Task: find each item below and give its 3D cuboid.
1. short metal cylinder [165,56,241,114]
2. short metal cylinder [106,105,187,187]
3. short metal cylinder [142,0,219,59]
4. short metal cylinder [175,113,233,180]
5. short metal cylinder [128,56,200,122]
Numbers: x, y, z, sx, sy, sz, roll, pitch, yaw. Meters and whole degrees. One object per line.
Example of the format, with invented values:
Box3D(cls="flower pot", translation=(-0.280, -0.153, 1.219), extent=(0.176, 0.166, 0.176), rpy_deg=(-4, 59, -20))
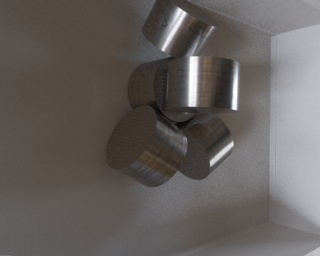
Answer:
Box3D(cls="short metal cylinder", translation=(0.047, -0.044, 0.342), extent=(0.081, 0.080, 0.050), rpy_deg=(4, 88, -40))
Box3D(cls="short metal cylinder", translation=(-0.016, 0.021, 0.355), extent=(0.050, 0.080, 0.080), rpy_deg=(36, 68, -34))
Box3D(cls="short metal cylinder", translation=(0.025, -0.124, 0.381), extent=(0.081, 0.080, 0.050), rpy_deg=(5, 130, -40))
Box3D(cls="short metal cylinder", translation=(0.049, 0.021, 0.409), extent=(0.050, 0.080, 0.080), rpy_deg=(-35, 112, -34))
Box3D(cls="short metal cylinder", translation=(0.007, -0.047, 0.393), extent=(0.081, 0.050, 0.080), rpy_deg=(0, 90, -40))
